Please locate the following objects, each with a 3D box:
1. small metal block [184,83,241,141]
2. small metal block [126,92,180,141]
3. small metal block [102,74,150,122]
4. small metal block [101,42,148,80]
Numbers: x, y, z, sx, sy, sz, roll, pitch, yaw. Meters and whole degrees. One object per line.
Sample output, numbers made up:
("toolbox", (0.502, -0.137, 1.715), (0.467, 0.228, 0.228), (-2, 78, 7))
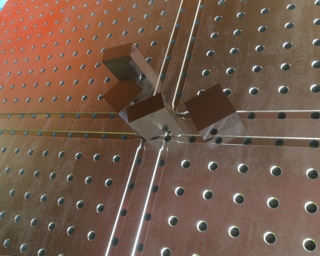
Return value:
("small metal block", (0.065, -0.020, 0.387), (0.050, 0.025, 0.050), (-29, 52, 9))
("small metal block", (-0.008, -0.014, 0.406), (0.050, 0.050, 0.025), (-23, 53, 15))
("small metal block", (-0.050, -0.045, 0.463), (0.050, 0.025, 0.050), (-44, 51, -2))
("small metal block", (-0.054, -0.103, 0.485), (0.050, 0.050, 0.025), (-5, 59, 25))
